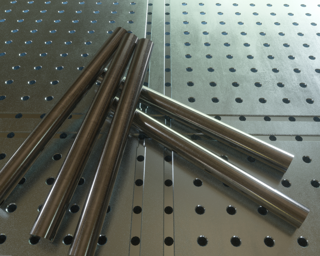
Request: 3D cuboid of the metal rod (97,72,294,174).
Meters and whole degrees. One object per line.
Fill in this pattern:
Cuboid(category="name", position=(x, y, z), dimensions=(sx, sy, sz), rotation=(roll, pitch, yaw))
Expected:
Cuboid(category="metal rod", position=(0.030, -0.020, 0.424), dimensions=(0.301, 0.025, 0.025), rotation=(27, 55, 20))

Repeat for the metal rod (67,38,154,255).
Cuboid(category="metal rod", position=(-0.049, 0.002, 0.379), dimensions=(0.025, 0.025, 0.300), rotation=(9, 58, 7))

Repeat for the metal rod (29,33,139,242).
Cuboid(category="metal rod", position=(-0.082, -0.011, 0.390), dimensions=(0.025, 0.025, 0.300), rotation=(12, 59, 9))

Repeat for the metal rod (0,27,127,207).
Cuboid(category="metal rod", position=(-0.123, -0.034, 0.412), dimensions=(0.025, 0.025, 0.300), rotation=(20, 59, 15))

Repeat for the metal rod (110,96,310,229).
Cuboid(category="metal rod", position=(0.033, 0.025, 0.386), dimensions=(0.300, 0.025, 0.025), rotation=(31, 56, 23))
